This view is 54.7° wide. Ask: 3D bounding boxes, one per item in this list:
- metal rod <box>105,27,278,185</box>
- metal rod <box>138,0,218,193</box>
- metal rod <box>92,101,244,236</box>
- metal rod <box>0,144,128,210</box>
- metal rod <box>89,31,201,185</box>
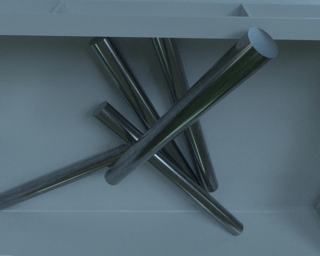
[{"bbox_3d":[0.001,0.006,0.321,0.025,0.025,0.299,22,146,-18],"label":"metal rod"},{"bbox_3d":[0.035,-0.017,0.395,0.025,0.025,0.299,-14,129,11],"label":"metal rod"},{"bbox_3d":[0.026,0.070,0.434,0.025,0.025,0.300,-34,119,25],"label":"metal rod"},{"bbox_3d":[-0.152,0.077,0.472,0.300,0.025,0.025,-22,127,17],"label":"metal rod"},{"bbox_3d":[0.000,0.008,0.415,0.025,0.025,0.299,-20,128,16],"label":"metal rod"}]
